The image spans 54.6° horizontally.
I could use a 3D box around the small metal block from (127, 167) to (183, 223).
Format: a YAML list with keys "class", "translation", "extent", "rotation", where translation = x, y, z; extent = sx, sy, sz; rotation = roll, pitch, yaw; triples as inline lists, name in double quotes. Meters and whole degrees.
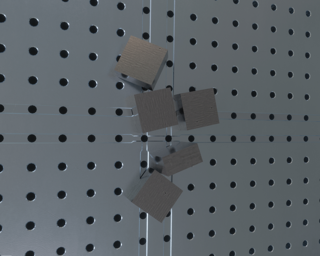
- class: "small metal block"
  translation: [-0.007, 0.088, 0.410]
  extent: [0.050, 0.025, 0.050]
  rotation: [39, 78, -16]

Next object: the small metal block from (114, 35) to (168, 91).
- class: "small metal block"
  translation: [-0.023, -0.082, 0.394]
  extent: [0.050, 0.025, 0.050]
  rotation: [23, 81, 6]

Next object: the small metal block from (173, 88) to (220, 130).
- class: "small metal block"
  translation: [0.050, -0.026, 0.431]
  extent: [0.050, 0.025, 0.050]
  rotation: [-12, 94, -20]

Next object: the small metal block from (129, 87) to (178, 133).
- class: "small metal block"
  translation: [-0.008, -0.023, 0.409]
  extent: [0.050, 0.025, 0.050]
  rotation: [-14, 95, -20]

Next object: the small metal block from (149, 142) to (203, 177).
- class: "small metal block"
  translation: [0.020, 0.039, 0.406]
  extent: [0.050, 0.050, 0.025]
  rotation: [-20, 97, -19]
